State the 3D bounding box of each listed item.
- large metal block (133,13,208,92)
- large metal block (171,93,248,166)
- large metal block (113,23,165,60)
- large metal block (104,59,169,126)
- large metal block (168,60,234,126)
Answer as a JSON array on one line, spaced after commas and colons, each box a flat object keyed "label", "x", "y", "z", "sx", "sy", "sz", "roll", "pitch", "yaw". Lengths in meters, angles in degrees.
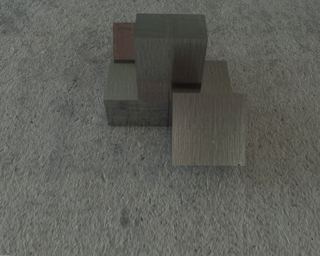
[{"label": "large metal block", "x": 0.012, "y": -0.090, "z": 0.381, "sx": 0.081, "sy": 0.080, "sz": 0.050, "roll": 1, "pitch": 50, "yaw": 0}, {"label": "large metal block", "x": 0.054, "y": -0.001, "z": 0.362, "sx": 0.081, "sy": 0.079, "sz": 0.050, "roll": 1, "pitch": 6, "yaw": 0}, {"label": "large metal block", "x": -0.024, "y": -0.124, "z": 0.465, "sx": 0.081, "sy": 0.050, "sz": 0.080, "roll": 0, "pitch": 6, "yaw": 0}, {"label": "large metal block", "x": -0.029, "y": -0.049, "z": 0.427, "sx": 0.081, "sy": 0.050, "sz": 0.080, "roll": 1, "pitch": 50, "yaw": 0}, {"label": "large metal block", "x": 0.052, "y": -0.049, "z": 0.428, "sx": 0.081, "sy": 0.050, "sz": 0.080, "roll": 1, "pitch": 50, "yaw": 0}]
